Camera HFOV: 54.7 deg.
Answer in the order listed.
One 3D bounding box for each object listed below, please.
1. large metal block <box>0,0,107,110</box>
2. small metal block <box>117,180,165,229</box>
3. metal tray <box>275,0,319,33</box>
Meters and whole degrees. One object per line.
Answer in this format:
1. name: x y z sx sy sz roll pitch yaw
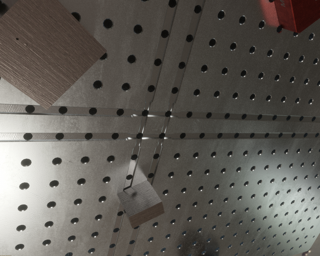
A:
1. large metal block: -0.111 -0.078 0.286 0.080 0.050 0.080 -44 130 2
2. small metal block: -0.028 0.109 0.449 0.050 0.050 0.025 -22 127 -15
3. metal tray: 0.185 -0.199 0.389 0.090 0.030 0.130 -37 130 -4
